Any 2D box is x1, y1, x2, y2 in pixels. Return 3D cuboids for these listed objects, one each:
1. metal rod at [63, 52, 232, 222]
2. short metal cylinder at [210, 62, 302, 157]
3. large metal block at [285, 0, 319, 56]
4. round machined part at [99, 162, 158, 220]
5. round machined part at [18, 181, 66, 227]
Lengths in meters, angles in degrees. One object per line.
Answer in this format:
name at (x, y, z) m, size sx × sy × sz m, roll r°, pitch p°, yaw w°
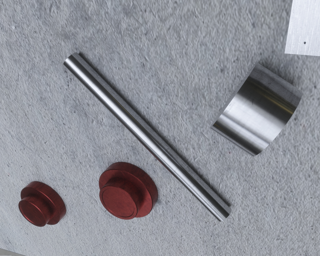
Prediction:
metal rod at (-0.014, 0.015, 0.423) m, size 0.300 × 0.025 × 0.025 m, roll 45°, pitch 129°, yaw -4°
short metal cylinder at (0.094, -0.018, 0.310) m, size 0.050 × 0.080 × 0.079 m, roll 35°, pitch 129°, yaw 5°
large metal block at (0.151, -0.103, 0.248) m, size 0.080 × 0.050 × 0.079 m, roll 11°, pitch 123°, yaw 22°
round machined part at (-0.056, 0.106, 0.491) m, size 0.098 × 0.042 × 0.097 m, roll 13°, pitch 124°, yaw 21°
round machined part at (-0.242, 0.159, 0.622) m, size 0.098 × 0.042 × 0.097 m, roll 13°, pitch 124°, yaw 21°
